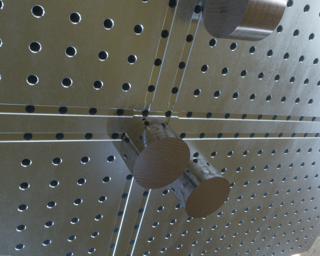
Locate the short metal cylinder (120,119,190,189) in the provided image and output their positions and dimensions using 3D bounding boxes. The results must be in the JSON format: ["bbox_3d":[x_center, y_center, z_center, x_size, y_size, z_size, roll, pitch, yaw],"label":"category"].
[{"bbox_3d":[-0.007,0.034,0.414,0.081,0.050,0.079,-14,125,-21],"label":"short metal cylinder"}]

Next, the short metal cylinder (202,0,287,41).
[{"bbox_3d":[0.090,-0.138,0.341,0.050,0.080,0.079,-4,120,-27],"label":"short metal cylinder"}]

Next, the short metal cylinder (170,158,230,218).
[{"bbox_3d":[0.063,0.095,0.491,0.081,0.050,0.079,-14,125,-21],"label":"short metal cylinder"}]
